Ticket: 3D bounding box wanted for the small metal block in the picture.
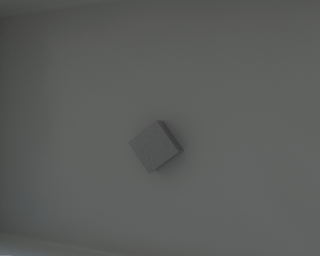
[{"bbox_3d":[-0.005,0.025,0.413,0.050,0.025,0.050,-38,78,16],"label":"small metal block"}]
